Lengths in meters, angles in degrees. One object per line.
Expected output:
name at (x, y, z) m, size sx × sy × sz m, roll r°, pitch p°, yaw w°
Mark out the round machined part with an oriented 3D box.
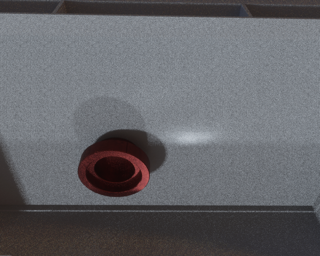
round machined part at (-0.063, 0.052, 0.441) m, size 0.099 × 0.042 × 0.097 m, roll -1°, pitch 130°, yaw 0°
